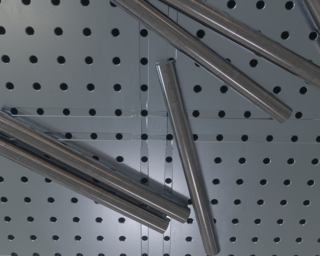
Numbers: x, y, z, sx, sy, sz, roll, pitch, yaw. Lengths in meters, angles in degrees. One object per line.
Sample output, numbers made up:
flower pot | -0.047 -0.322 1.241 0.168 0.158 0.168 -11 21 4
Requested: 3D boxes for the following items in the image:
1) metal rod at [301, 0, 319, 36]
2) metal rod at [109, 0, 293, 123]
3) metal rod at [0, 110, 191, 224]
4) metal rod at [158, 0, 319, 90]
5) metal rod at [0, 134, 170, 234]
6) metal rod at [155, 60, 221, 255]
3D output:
metal rod | 0.189 -0.136 0.364 0.025 0.025 0.300 -35 107 12
metal rod | 0.041 -0.097 0.377 0.301 0.025 0.025 33 107 -12
metal rod | -0.090 0.058 0.433 0.301 0.025 0.025 29 107 -11
metal rod | 0.093 -0.115 0.371 0.301 0.025 0.025 26 108 -9
metal rod | -0.121 0.076 0.440 0.301 0.025 0.025 29 108 -11
metal rod | 0.044 0.055 0.433 0.025 0.025 0.299 -14 110 5
